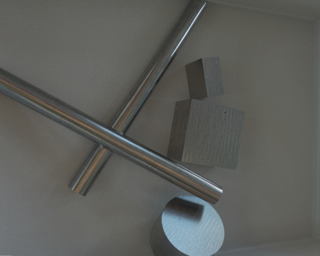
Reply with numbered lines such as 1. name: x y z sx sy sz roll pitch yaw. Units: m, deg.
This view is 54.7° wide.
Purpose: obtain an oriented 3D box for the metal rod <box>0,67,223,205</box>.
1. metal rod: -0.060 0.011 0.362 0.301 0.025 0.025 29 80 -8

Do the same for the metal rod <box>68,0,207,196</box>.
1. metal rod: -0.023 -0.049 0.402 0.025 0.025 0.300 35 78 -17

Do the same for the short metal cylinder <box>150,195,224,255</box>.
1. short metal cylinder: 0.033 0.133 0.389 0.081 0.050 0.080 13 43 -12

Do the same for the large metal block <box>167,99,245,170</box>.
1. large metal block: 0.062 0.009 0.421 0.081 0.050 0.080 11 86 -20

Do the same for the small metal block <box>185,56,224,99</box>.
1. small metal block: 0.060 -0.066 0.421 0.025 0.050 0.050 -10 94 -20
